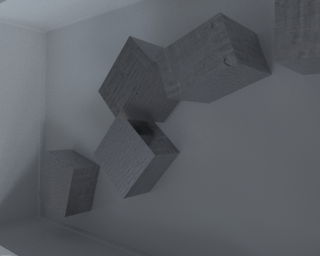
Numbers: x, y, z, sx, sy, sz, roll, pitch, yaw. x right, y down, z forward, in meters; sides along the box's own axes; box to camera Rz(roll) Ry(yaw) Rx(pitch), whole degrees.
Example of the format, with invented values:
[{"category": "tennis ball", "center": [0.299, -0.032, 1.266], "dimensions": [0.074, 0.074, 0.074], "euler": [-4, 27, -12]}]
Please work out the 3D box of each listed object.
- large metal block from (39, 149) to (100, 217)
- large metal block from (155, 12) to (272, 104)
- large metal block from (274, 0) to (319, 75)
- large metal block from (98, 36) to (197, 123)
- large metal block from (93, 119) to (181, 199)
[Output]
[{"category": "large metal block", "center": [-0.151, 0.088, 0.512], "dimensions": [0.080, 0.050, 0.079], "euler": [22, 104, 37]}, {"category": "large metal block", "center": [0.056, -0.066, 0.323], "dimensions": [0.080, 0.081, 0.050], "euler": [-25, 75, 37]}, {"category": "large metal block", "center": [0.135, -0.091, 0.259], "dimensions": [0.050, 0.081, 0.079], "euler": [1, 91, 40]}, {"category": "large metal block", "center": [-0.015, -0.055, 0.379], "dimensions": [0.080, 0.081, 0.050], "euler": [-54, 54, 26]}, {"category": "large metal block", "center": [-0.033, 0.034, 0.416], "dimensions": [0.080, 0.050, 0.080], "euler": [50, 119, 28]}]
